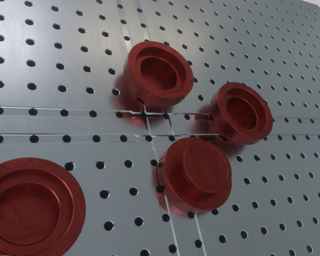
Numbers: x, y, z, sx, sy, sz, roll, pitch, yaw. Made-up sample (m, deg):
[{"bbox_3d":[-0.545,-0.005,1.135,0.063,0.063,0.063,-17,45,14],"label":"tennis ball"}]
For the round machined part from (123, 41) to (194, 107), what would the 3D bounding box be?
[{"bbox_3d":[-0.005,-0.071,0.437,0.099,0.042,0.098,13,56,-21],"label":"round machined part"}]

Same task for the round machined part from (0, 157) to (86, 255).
[{"bbox_3d":[-0.122,0.080,0.283,0.099,0.042,0.098,13,56,-21],"label":"round machined part"}]

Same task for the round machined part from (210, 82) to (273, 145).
[{"bbox_3d":[0.118,-0.018,0.471,0.099,0.042,0.098,13,56,-21],"label":"round machined part"}]

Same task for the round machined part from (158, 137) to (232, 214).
[{"bbox_3d":[0.050,0.055,0.390,0.099,0.042,0.098,13,56,-21],"label":"round machined part"}]
